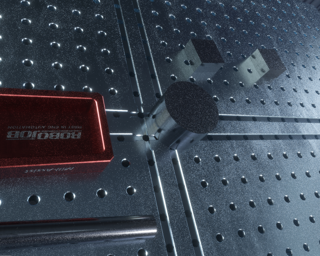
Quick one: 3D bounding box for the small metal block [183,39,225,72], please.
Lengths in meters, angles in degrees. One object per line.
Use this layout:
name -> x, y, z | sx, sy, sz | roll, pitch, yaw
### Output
small metal block -> 0.074, -0.122, 0.525 | 0.050, 0.025, 0.050 | -7, 65, -32

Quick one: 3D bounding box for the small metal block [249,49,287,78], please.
small metal block -> 0.209, -0.126, 0.601 | 0.050, 0.025, 0.050 | -7, 66, -32

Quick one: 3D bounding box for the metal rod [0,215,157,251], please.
metal rod -> -0.144, 0.095, 0.272 | 0.302, 0.025, 0.025 | 5, 60, -26

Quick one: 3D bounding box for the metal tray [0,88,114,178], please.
metal tray -> -0.123, 0.004, 0.336 | 0.131, 0.030, 0.090 | 0, 62, -29

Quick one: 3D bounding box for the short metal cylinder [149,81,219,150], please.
short metal cylinder -> 0.032, -0.016, 0.421 | 0.081, 0.050, 0.080 | 14, 56, -21
